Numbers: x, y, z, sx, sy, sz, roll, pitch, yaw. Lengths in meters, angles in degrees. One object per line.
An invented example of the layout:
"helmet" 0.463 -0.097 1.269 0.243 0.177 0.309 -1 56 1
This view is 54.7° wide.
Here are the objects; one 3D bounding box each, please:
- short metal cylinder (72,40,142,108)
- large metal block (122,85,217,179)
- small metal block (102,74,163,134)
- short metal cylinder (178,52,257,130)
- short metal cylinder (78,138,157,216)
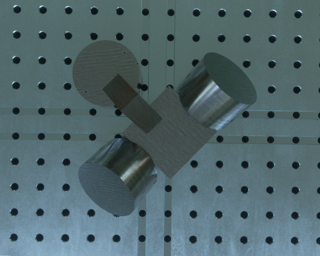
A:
"short metal cylinder" -0.065 -0.066 0.397 0.081 0.050 0.079 0 90 0
"large metal block" 0.012 0.005 0.395 0.080 0.050 0.080 44 90 0
"small metal block" -0.031 -0.027 0.347 0.025 0.050 0.050 -45 47 2
"short metal cylinder" 0.069 -0.045 0.376 0.080 0.080 0.050 43 129 0
"short metal cylinder" -0.051 0.059 0.376 0.080 0.050 0.079 18 130 23
